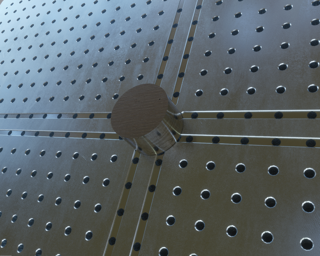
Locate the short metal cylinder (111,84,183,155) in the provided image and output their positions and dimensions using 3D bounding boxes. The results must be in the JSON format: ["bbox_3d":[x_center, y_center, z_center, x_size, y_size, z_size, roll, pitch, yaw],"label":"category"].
[{"bbox_3d":[-0.016,-0.011,0.405,0.080,0.050,0.080,-13,56,20],"label":"short metal cylinder"}]
